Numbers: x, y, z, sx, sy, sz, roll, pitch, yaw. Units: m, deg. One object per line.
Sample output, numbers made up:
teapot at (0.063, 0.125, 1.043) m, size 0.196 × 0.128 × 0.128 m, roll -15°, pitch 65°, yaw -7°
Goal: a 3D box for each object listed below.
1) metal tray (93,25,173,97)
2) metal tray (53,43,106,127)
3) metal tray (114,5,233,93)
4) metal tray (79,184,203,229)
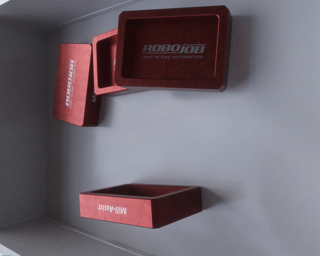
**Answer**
metal tray at (-0.041, -0.096, 0.437) m, size 0.130 × 0.030 × 0.089 m, roll -4°, pitch 87°, yaw 40°
metal tray at (-0.136, -0.073, 0.516) m, size 0.090 × 0.030 × 0.129 m, roll 13°, pitch 98°, yaw 39°
metal tray at (0.014, -0.090, 0.362) m, size 0.130 × 0.030 × 0.089 m, roll 5°, pitch 91°, yaw 20°
metal tray at (-0.025, 0.092, 0.385) m, size 0.130 × 0.091 × 0.030 m, roll -6°, pitch 86°, yaw 40°
